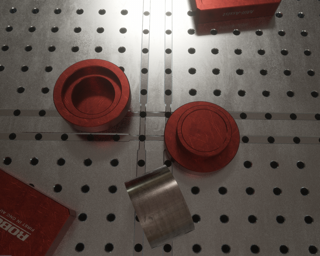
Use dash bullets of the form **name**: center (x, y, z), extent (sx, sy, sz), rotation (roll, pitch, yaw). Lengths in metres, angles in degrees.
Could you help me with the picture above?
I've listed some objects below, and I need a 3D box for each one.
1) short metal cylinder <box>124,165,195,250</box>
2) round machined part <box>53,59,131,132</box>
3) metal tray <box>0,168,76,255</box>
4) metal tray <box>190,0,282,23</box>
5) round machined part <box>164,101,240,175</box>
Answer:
- **short metal cylinder**: center (-0.001, 0.088, 0.350), extent (0.050, 0.080, 0.080), rotation (-23, 72, -8)
- **round machined part**: center (-0.087, -0.040, 0.416), extent (0.099, 0.042, 0.098), rotation (0, 70, -1)
- **metal tray**: center (-0.180, 0.109, 0.367), extent (0.130, 0.030, 0.090), rotation (27, 72, 9)
- **metal tray**: center (0.114, -0.218, 0.490), extent (0.131, 0.030, 0.090), rotation (-7, 70, -3)
- **round machined part**: center (0.054, 0.009, 0.400), extent (0.099, 0.042, 0.098), rotation (0, 70, -1)
